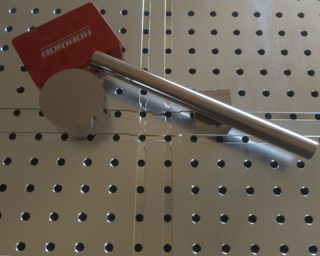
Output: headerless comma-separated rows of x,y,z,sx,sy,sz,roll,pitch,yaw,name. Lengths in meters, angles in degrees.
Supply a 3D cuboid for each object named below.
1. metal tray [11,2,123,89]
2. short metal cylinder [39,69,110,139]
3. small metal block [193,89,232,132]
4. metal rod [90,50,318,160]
-0.132,-0.117,0.450,0.131,0.030,0.090,-31,73,-11,metal tray
-0.110,-0.031,0.408,0.081,0.050,0.080,0,70,0,short metal cylinder
0.070,-0.023,0.421,0.050,0.025,0.050,-3,70,-2,small metal block
0.049,-0.033,0.397,0.301,0.025,0.025,24,72,8,metal rod
